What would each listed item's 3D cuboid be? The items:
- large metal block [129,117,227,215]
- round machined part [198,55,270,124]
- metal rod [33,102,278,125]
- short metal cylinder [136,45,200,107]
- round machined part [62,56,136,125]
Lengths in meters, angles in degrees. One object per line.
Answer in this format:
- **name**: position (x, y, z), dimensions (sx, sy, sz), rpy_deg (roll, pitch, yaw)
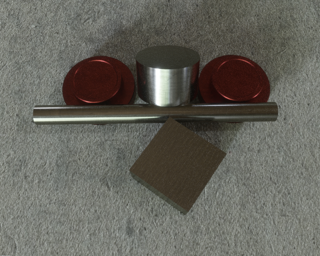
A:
- **large metal block**: position (0.021, 0.047, 0.377), dimensions (0.080, 0.050, 0.080), rpy_deg (34, 73, 11)
- **round machined part**: position (0.102, -0.059, 0.423), dimensions (0.099, 0.042, 0.098), rpy_deg (0, 70, 0)
- **metal rod**: position (-0.005, -0.019, 0.394), dimensions (0.302, 0.025, 0.025), rpy_deg (-1, 70, -1)
- **short metal cylinder**: position (0.010, -0.069, 0.402), dimensions (0.080, 0.050, 0.080), rpy_deg (0, 35, 0)
- **round machined part**: position (-0.083, -0.056, 0.420), dimensions (0.099, 0.042, 0.098), rpy_deg (0, 70, 0)
